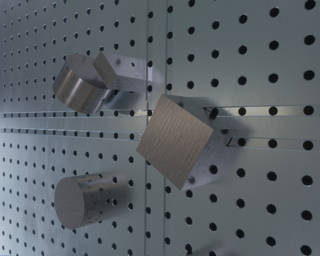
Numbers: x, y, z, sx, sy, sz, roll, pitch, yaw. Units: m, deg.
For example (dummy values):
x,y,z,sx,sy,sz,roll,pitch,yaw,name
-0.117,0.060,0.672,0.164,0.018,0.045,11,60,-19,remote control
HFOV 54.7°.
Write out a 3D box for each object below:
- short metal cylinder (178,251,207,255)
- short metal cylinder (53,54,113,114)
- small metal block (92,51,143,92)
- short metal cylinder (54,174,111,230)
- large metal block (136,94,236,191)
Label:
x,y,z,sx,sy,sz,roll,pitch,yaw,name
0.032,0.195,0.366,0.080,0.050,0.079,0,90,40,short metal cylinder
-0.112,-0.066,0.466,0.050,0.081,0.080,-51,60,28,short metal cylinder
-0.060,-0.080,0.443,0.025,0.050,0.050,-48,62,29,small metal block
-0.125,0.116,0.496,0.080,0.050,0.079,0,90,40,short metal cylinder
0.028,0.015,0.370,0.080,0.050,0.079,38,113,33,large metal block
